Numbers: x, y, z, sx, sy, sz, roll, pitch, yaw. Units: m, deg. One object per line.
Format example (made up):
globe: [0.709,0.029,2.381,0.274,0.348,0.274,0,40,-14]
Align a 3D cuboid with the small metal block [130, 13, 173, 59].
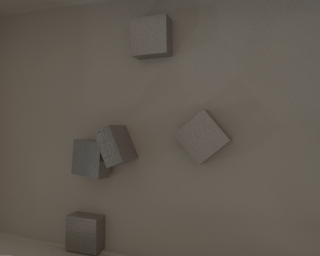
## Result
small metal block: [-0.011,-0.121,0.414,0.050,0.025,0.050,-1,90,20]

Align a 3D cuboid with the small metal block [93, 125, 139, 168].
small metal block: [-0.058,0.024,0.418,0.025,0.050,0.050,-26,82,18]

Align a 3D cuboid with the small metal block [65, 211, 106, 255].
small metal block: [-0.108,0.151,0.449,0.050,0.025,0.050,1,90,20]

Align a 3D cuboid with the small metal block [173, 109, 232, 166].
small metal block: [0.054,0.012,0.391,0.050,0.025,0.050,-41,77,15]

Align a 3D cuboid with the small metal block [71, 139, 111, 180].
small metal block: [-0.097,0.043,0.440,0.050,0.025,0.050,6,92,30]
